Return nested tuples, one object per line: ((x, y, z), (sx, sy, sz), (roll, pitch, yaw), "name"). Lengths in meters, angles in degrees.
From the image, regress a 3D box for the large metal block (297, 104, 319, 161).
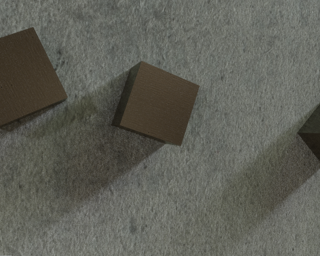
((0.287, 0.008, 0.504), (0.080, 0.050, 0.080), (-47, 105, -14), "large metal block")

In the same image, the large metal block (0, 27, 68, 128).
((-0.158, -0.052, 0.337), (0.081, 0.050, 0.080), (-27, 99, -18), "large metal block")

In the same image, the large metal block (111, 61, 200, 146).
((-0.007, -0.028, 0.394), (0.081, 0.050, 0.080), (20, 83, -19), "large metal block")
